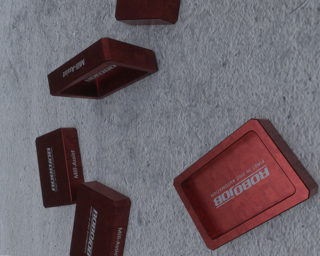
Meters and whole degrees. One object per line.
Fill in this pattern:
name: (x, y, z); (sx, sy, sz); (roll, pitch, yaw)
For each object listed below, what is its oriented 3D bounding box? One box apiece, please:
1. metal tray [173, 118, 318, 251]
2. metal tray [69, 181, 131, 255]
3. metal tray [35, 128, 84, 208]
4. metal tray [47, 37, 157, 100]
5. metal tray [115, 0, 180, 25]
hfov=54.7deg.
metal tray: (0.083, 0.062, 0.332); (0.129, 0.030, 0.090); (-44, 64, 31)
metal tray: (-0.095, 0.158, 0.480); (0.090, 0.030, 0.129); (16, 100, 39)
metal tray: (-0.178, 0.071, 0.549); (0.090, 0.030, 0.129); (-17, 79, 38)
metal tray: (-0.081, -0.076, 0.429); (0.130, 0.091, 0.030); (-19, 78, 38)
metal tray: (-0.012, -0.207, 0.412); (0.090, 0.030, 0.129); (14, 99, 39)
